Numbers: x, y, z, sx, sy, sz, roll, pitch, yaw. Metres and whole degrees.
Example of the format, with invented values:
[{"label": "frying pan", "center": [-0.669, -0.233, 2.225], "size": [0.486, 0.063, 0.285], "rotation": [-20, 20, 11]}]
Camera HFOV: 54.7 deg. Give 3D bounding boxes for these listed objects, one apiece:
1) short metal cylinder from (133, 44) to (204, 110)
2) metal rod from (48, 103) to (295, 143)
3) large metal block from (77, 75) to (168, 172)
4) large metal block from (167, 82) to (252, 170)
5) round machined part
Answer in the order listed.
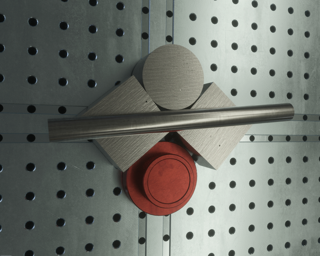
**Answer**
[{"label": "short metal cylinder", "center": [0.009, -0.062, 0.399], "size": [0.081, 0.050, 0.079], "rotation": [0, 90, -20]}, {"label": "metal rod", "center": [0.029, -0.009, 0.364], "size": [0.303, 0.025, 0.025], "rotation": [-5, 92, -20]}, {"label": "large metal block", "center": [-0.045, -0.006, 0.379], "size": [0.080, 0.050, 0.080], "rotation": [-41, 105, -16]}, {"label": "large metal block", "center": [0.062, -0.003, 0.416], "size": [0.080, 0.050, 0.080], "rotation": [44, 77, -15]}, {"label": "round machined part", "center": [0.005, 0.065, 0.401], "size": [0.099, 0.042, 0.097], "rotation": [0, 90, -20]}]
